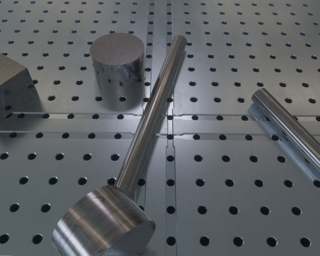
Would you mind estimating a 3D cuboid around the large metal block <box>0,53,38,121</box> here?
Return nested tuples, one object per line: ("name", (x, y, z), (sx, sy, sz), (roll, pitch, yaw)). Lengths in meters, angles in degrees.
("large metal block", (-0.240, -0.060, 0.440), (0.080, 0.050, 0.080), (28, 55, 21))

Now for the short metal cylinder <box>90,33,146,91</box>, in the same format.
("short metal cylinder", (-0.063, -0.102, 0.477), (0.081, 0.050, 0.080), (0, 50, 0))

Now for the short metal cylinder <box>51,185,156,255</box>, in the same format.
("short metal cylinder", (-0.051, 0.100, 0.287), (0.080, 0.080, 0.050), (-37, 59, -27))

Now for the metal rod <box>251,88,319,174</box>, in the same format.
("metal rod", (0.207, 0.056, 0.361), (0.025, 0.025, 0.300), (-20, 53, -16))

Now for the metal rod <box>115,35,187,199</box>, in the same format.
("metal rod", (-0.004, -0.038, 0.439), (0.025, 0.025, 0.300), (11, 51, 9))
